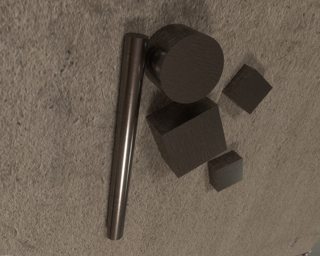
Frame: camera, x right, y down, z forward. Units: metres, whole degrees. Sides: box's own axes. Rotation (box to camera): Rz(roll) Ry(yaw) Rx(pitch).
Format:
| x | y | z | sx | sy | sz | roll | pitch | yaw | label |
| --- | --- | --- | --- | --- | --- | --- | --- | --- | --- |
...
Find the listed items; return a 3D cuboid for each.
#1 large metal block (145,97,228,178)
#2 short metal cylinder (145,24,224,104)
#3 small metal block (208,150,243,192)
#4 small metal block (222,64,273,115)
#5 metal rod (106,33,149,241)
| x | y | z | sx | sy | sz | roll | pitch | yaw | label |
| --- | --- | --- | --- | --- | --- | --- | --- | --- | --- |
| 0.037 | 0.008 | 0.418 | 0.080 | 0.050 | 0.080 | -29 | 129 | -10 | large metal block |
| 0.026 | -0.075 | 0.360 | 0.081 | 0.050 | 0.079 | -14 | 125 | -21 | short metal cylinder |
| 0.109 | 0.071 | 0.513 | 0.050 | 0.025 | 0.050 | -22 | 127 | -15 | small metal block |
| 0.125 | -0.055 | 0.444 | 0.050 | 0.025 | 0.050 | 31 | 101 | -38 | small metal block |
| -0.047 | 0.031 | 0.401 | 0.025 | 0.025 | 0.298 | -5 | 121 | -26 | metal rod |
